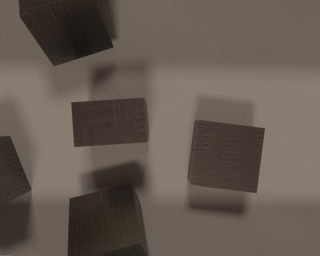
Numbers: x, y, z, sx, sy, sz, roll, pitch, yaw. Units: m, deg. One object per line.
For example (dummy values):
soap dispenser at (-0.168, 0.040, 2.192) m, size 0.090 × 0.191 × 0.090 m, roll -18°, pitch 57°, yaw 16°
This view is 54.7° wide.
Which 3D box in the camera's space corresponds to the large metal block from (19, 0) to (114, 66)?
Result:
large metal block at (-0.111, -0.131, 0.375) m, size 0.080 × 0.080 × 0.050 m, roll -18°, pitch 59°, yaw 0°

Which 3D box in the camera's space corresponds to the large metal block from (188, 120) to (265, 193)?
large metal block at (0.082, 0.035, 0.400) m, size 0.081 × 0.050 × 0.080 m, roll 7°, pitch 90°, yaw -1°

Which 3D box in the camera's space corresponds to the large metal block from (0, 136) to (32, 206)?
large metal block at (-0.213, 0.057, 0.381) m, size 0.050 × 0.080 × 0.080 m, roll -21°, pitch 90°, yaw 0°

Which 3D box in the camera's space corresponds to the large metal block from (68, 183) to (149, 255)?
large metal block at (-0.063, 0.123, 0.377) m, size 0.080 × 0.050 × 0.080 m, roll -14°, pitch 45°, yaw -1°

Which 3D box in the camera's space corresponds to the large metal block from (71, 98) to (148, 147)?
large metal block at (-0.057, -0.007, 0.383) m, size 0.081 × 0.080 × 0.050 m, roll -4°, pitch 90°, yaw -1°
